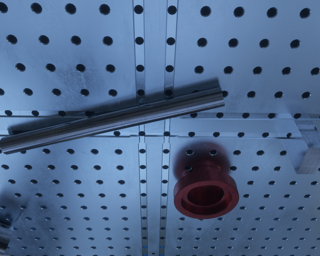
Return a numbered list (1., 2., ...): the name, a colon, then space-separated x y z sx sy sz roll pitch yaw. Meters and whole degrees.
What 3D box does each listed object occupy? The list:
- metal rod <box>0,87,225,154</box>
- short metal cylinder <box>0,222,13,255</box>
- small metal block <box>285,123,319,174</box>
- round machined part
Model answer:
1. metal rod: -0.068 -0.007 0.404 0.301 0.025 0.025 -12 129 9
2. short metal cylinder: -0.305 0.204 0.545 0.050 0.080 0.080 34 122 -26
3. small metal block: 0.198 0.028 0.422 0.025 0.050 0.050 0 130 -1
4. round machined part: 0.070 0.097 0.485 0.099 0.042 0.097 -1 130 0
